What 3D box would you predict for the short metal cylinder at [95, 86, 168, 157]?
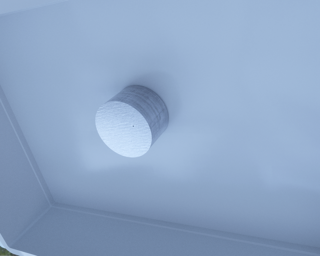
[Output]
[{"bbox_3d":[-0.036,-0.009,0.404,0.080,0.050,0.080,13,124,21],"label":"short metal cylinder"}]
